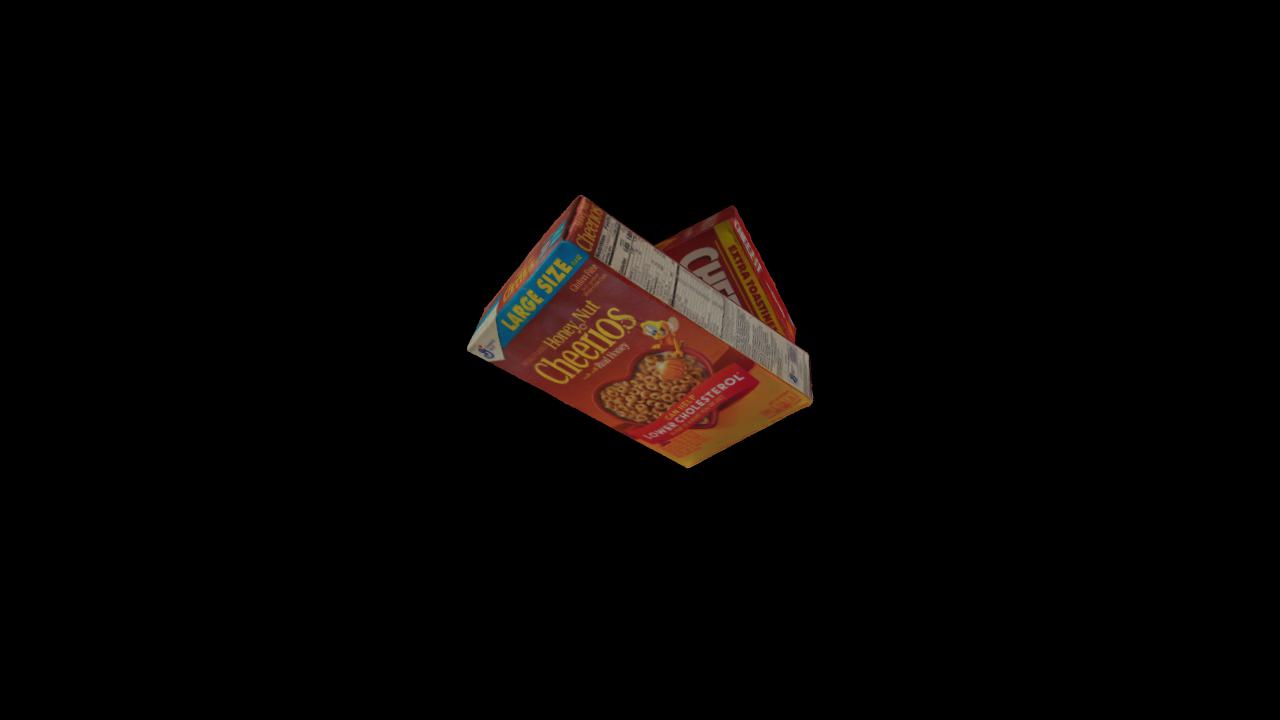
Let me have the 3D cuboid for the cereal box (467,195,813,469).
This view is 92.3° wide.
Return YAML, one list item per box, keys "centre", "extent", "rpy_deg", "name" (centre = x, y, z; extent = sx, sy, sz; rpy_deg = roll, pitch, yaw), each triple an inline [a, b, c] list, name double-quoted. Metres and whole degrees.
- centre: [0.001, -0.008, 0.645]
  extent: [0.306, 0.081, 0.203]
  rpy_deg: [31, -44, -23]
  name: "cereal box"

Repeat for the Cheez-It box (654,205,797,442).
- centre: [0.044, -0.048, 0.704]
  extent: [0.223, 0.166, 0.071]
  rpy_deg: [-23, 20, 24]
  name: "Cheez-It box"

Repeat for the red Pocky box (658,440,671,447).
- centre: [0.007, 0.035, 0.753]
  extent: [0.028, 0.155, 0.083]
  rpy_deg: [-30, -14, 4]
  name: "red Pocky box"
